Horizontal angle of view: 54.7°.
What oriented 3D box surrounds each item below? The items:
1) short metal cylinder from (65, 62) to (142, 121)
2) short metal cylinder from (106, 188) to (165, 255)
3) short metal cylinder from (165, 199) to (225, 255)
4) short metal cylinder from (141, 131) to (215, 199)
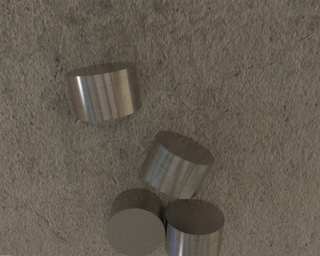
[{"bbox_3d":[-0.064,-0.045,0.363,0.080,0.080,0.050,-7,110,2],"label":"short metal cylinder"},{"bbox_3d":[-0.033,0.135,0.446,0.081,0.050,0.079,0,110,0],"label":"short metal cylinder"},{"bbox_3d":[0.047,0.144,0.434,0.081,0.080,0.050,2,110,-1],"label":"short metal cylinder"},{"bbox_3d":[0.022,0.045,0.397,0.080,0.080,0.050,22,109,-8],"label":"short metal cylinder"}]
